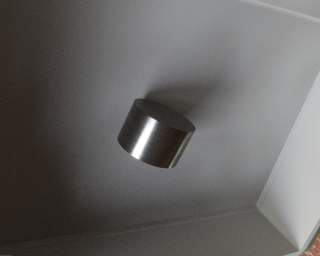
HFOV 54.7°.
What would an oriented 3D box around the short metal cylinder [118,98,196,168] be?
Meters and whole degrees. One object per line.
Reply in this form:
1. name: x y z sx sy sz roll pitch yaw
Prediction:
1. short metal cylinder: -0.004 0.005 0.375 0.081 0.080 0.050 14 111 -35
